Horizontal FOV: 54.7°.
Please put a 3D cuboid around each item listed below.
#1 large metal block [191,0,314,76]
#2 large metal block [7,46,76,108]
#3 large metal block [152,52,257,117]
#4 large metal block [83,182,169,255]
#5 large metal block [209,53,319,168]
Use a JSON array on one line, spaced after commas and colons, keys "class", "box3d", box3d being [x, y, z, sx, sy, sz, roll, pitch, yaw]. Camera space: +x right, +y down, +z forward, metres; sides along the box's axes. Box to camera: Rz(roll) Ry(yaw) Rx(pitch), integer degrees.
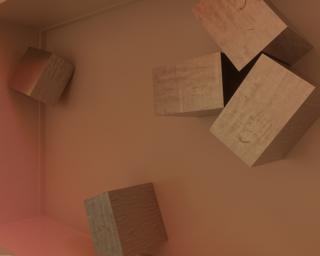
[{"class": "large metal block", "box3d": [0.089, -0.095, 0.296, 0.050, 0.081, 0.080, -45, 64, 31]}, {"class": "large metal block", "box3d": [-0.208, -0.090, 0.542, 0.080, 0.050, 0.080, 21, 83, 37]}, {"class": "large metal block", "box3d": [0.050, -0.040, 0.329, 0.080, 0.081, 0.050, -5, 87, 39]}, {"class": "large metal block", "box3d": [-0.043, 0.121, 0.405, 0.050, 0.081, 0.080, -27, 73, 36]}, {"class": "large metal block", "box3d": [0.104, -0.014, 0.284, 0.050, 0.081, 0.080, 46, 117, 30]}]
